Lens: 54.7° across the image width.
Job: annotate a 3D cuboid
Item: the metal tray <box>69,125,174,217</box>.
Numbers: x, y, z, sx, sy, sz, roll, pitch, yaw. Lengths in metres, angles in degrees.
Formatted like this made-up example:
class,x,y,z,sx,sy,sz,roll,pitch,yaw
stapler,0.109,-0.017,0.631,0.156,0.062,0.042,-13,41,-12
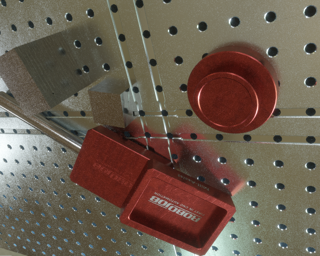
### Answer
class,x,y,z,sx,sy,sz,roll,pitch,yaw
metal tray,-0.057,0.064,0.453,0.130,0.030,0.089,27,107,7

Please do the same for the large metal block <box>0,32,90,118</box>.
class,x,y,z,sx,sy,sz,roll,pitch,yaw
large metal block,-0.154,-0.071,0.410,0.050,0.080,0.080,-14,111,34

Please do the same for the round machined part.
class,x,y,z,sx,sy,sz,roll,pitch,yaw
round machined part,0.075,-0.035,0.338,0.098,0.042,0.097,13,124,20

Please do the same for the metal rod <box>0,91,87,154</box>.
class,x,y,z,sx,sy,sz,roll,pitch,yaw
metal rod,-0.140,0.023,0.496,0.301,0.025,0.025,30,128,8

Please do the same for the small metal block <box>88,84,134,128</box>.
class,x,y,z,sx,sy,sz,roll,pitch,yaw
small metal block,-0.067,-0.031,0.426,0.050,0.025,0.050,9,123,22

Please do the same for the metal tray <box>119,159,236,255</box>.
class,x,y,z,sx,sy,sz,roll,pitch,yaw
metal tray,0.023,0.109,0.418,0.131,0.030,0.089,26,106,-10
